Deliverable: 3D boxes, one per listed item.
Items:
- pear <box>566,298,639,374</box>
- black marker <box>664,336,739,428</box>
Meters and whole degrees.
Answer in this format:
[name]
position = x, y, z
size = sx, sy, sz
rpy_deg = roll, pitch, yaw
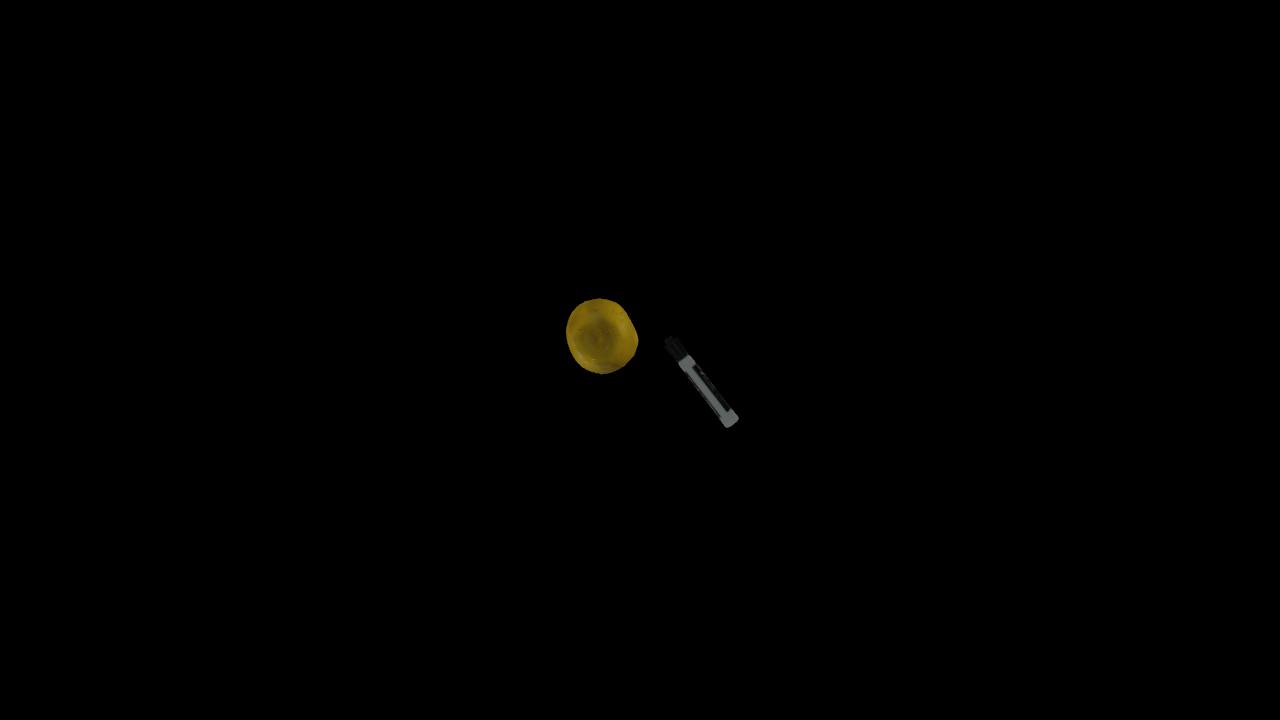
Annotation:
[pear]
position = -0.036, -0.027, 0.672
size = 0.080, 0.080, 0.111
rpy_deg = 0, 4, 14
[black marker]
position = 0.068, 0.023, 0.689
size = 0.020, 0.121, 0.020
rpy_deg = -37, 3, 3
